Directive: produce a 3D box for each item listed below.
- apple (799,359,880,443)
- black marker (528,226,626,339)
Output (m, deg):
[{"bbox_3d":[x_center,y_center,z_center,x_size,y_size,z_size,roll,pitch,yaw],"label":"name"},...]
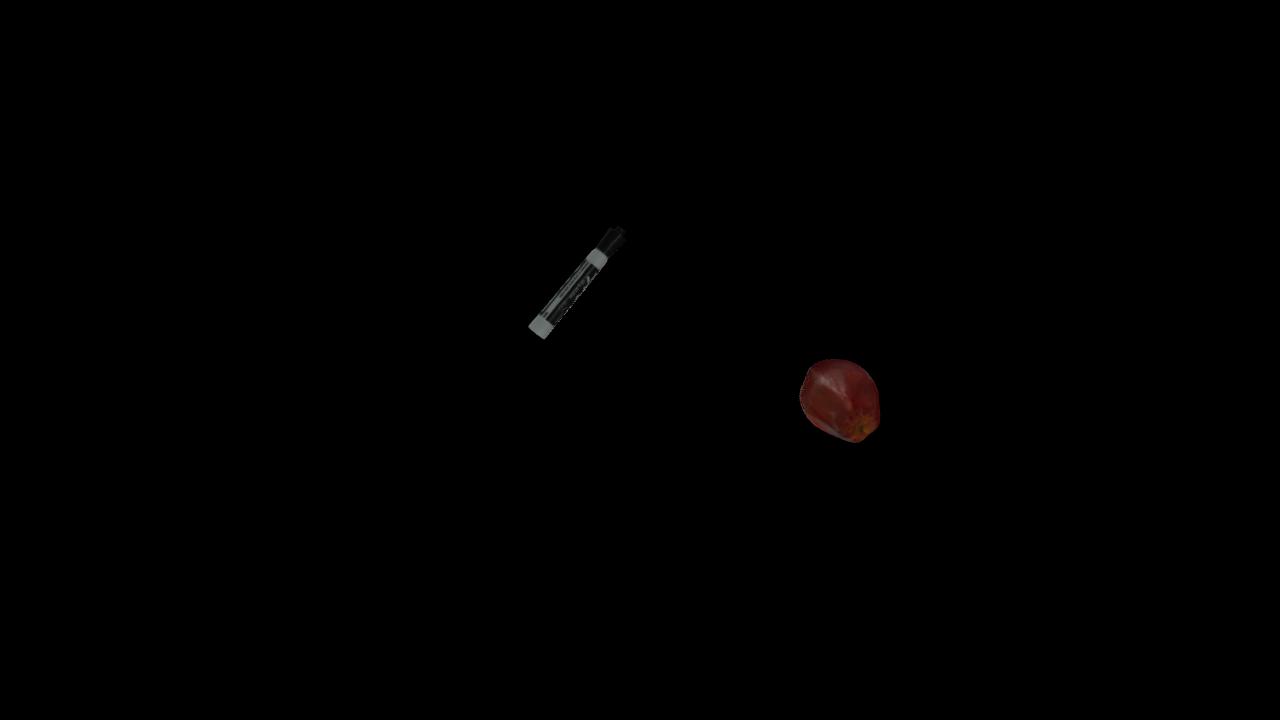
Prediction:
[{"bbox_3d":[0.212,0.042,0.649,0.079,0.079,0.093,0,33,-17],"label":"apple"},{"bbox_3d":[-0.054,-0.070,0.549,0.020,0.121,0.020,39,-1,1],"label":"black marker"}]
